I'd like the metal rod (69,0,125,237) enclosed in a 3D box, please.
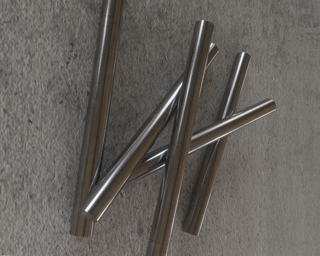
[{"bbox_3d":[-0.067,-0.034,0.348,0.025,0.025,0.298,11,83,-40],"label":"metal rod"}]

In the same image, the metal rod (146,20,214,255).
[{"bbox_3d":[0.026,0.012,0.379,0.025,0.025,0.299,19,79,-39],"label":"metal rod"}]

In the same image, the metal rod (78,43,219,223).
[{"bbox_3d":[0.003,-0.016,0.388,0.025,0.025,0.301,54,53,-26],"label":"metal rod"}]

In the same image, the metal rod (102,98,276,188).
[{"bbox_3d":[0.060,0.014,0.431,0.302,0.025,0.025,-23,105,-30],"label":"metal rod"}]

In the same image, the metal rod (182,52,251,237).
[{"bbox_3d":[0.092,0.015,0.481,0.025,0.025,0.299,32,70,-36],"label":"metal rod"}]
